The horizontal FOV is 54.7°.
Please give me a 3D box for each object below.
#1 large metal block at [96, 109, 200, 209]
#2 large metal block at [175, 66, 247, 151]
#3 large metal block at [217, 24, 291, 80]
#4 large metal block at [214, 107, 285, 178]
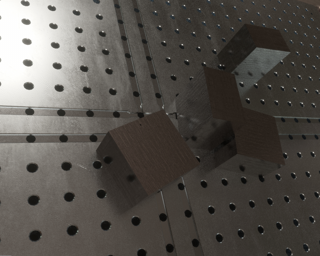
[{"bbox_3d":[-0.014,0.034,0.365,0.081,0.050,0.080,-24,75,-37],"label":"large metal block"},{"bbox_3d":[0.065,-0.024,0.425,0.050,0.080,0.080,9,58,-24],"label":"large metal block"},{"bbox_3d":[0.162,-0.130,0.542,0.081,0.080,0.050,-2,63,-30],"label":"large metal block"},{"bbox_3d":[0.125,0.020,0.450,0.081,0.050,0.080,14,56,-21],"label":"large metal block"}]
